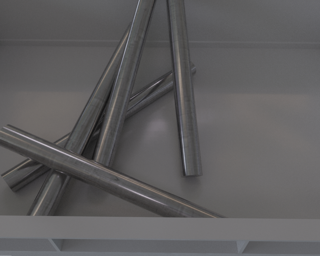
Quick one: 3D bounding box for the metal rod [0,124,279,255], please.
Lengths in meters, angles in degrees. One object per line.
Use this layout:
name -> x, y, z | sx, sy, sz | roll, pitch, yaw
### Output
metal rod -> -0.028, 0.064, 0.318 | 0.301, 0.025, 0.025 | 22, 53, 5

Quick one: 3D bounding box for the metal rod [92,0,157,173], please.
metal rod -> -0.040, -0.079, 0.397 | 0.025, 0.025, 0.299 | 11, 74, 9

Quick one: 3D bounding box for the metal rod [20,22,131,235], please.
metal rod -> -0.082, -0.020, 0.384 | 0.025, 0.025, 0.300 | 15, 63, 12

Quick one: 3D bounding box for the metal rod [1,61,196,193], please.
metal rod -> -0.063, -0.016, 0.417 | 0.302, 0.025, 0.025 | -36, 59, -26

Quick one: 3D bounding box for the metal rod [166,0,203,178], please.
metal rod -> 0.027, -0.087, 0.401 | 0.025, 0.025, 0.299 | -3, 74, -3
